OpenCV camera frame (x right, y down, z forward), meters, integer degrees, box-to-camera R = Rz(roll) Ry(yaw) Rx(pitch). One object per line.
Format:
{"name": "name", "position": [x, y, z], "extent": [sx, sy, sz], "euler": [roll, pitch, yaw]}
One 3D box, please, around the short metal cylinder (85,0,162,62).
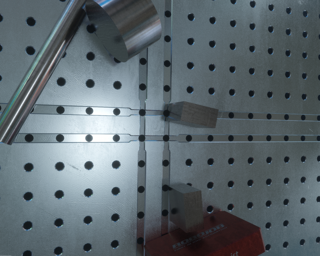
{"name": "short metal cylinder", "position": [-0.043, -0.126, 0.368], "extent": [0.050, 0.080, 0.080], "euler": [-38, 103, -16]}

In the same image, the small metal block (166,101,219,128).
{"name": "small metal block", "position": [0.042, -0.017, 0.416], "extent": [0.050, 0.050, 0.025], "euler": [12, 86, -20]}

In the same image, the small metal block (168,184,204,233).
{"name": "small metal block", "position": [0.034, 0.105, 0.413], "extent": [0.025, 0.050, 0.050], "euler": [-5, 92, -20]}

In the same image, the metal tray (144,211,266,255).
{"name": "metal tray", "position": [0.055, 0.154, 0.399], "extent": [0.131, 0.090, 0.030], "euler": [-16, 96, -20]}

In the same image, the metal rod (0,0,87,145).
{"name": "metal rod", "position": [-0.113, -0.119, 0.371], "extent": [0.025, 0.025, 0.299], "euler": [29, 80, -18]}
